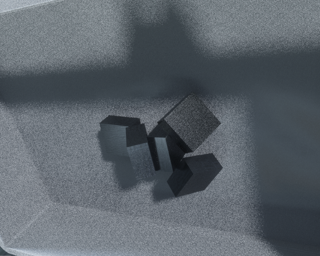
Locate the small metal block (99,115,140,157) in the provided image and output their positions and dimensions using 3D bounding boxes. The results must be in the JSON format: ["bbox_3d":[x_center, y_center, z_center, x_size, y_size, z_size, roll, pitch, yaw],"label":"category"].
[{"bbox_3d":[-0.053,0.012,0.438,0.050,0.025,0.050,6,121,24],"label":"small metal block"}]

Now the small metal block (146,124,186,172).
[{"bbox_3d":[0.010,0.021,0.397,0.025,0.050,0.050,1,119,27],"label":"small metal block"}]

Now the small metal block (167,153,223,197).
[{"bbox_3d":[0.044,0.061,0.400,0.025,0.050,0.050,58,136,32],"label":"small metal block"}]

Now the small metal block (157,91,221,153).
[{"bbox_3d":[0.034,-0.006,0.364,0.050,0.050,0.025,48,161,-6],"label":"small metal block"}]

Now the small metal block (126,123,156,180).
[{"bbox_3d":[-0.025,0.029,0.397,0.025,0.050,0.050,-14,119,-1],"label":"small metal block"}]
